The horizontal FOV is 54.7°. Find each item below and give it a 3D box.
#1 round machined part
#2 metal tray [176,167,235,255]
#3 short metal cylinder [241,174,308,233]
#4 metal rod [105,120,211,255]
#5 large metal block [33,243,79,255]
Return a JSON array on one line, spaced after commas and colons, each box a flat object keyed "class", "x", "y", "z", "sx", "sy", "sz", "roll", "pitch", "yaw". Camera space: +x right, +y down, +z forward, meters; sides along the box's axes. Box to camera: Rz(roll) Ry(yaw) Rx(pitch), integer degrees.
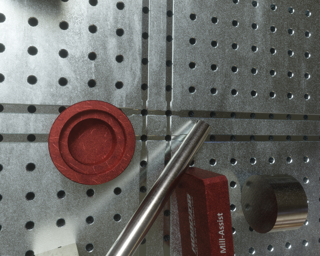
[{"class": "round machined part", "x": -0.082, "y": 0.017, "z": 0.373, "sx": 0.099, "sy": 0.042, "sz": 0.097, "roll": 0, "pitch": 90, "yaw": -20}, {"class": "metal tray", "x": 0.055, "y": 0.121, "z": 0.398, "sx": 0.030, "sy": 0.090, "sz": 0.129, "roll": -6, "pitch": 92, "yaw": -20}, {"class": "short metal cylinder", "x": 0.161, "y": 0.107, "z": 0.443, "sx": 0.050, "sy": 0.080, "sz": 0.080, "roll": 2, "pitch": 90, "yaw": -20}, {"class": "metal rod", "x": -0.016, "y": 0.100, "z": 0.356, "sx": 0.025, "sy": 0.025, "sz": 0.301, "roll": 46, "pitch": 57, "yaw": -14}, {"class": "large metal block", "x": -0.108, "y": 0.187, "z": 0.344, "sx": 0.050, "sy": 0.080, "sz": 0.080, "roll": -11, "pitch": 94, "yaw": -20}]
